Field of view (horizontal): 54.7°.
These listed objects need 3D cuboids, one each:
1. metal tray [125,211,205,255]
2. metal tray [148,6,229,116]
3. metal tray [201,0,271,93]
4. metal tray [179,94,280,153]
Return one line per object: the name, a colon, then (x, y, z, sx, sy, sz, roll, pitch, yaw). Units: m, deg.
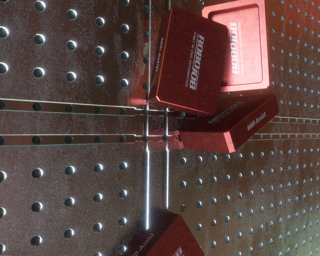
metal tray: (-0.004, 0.187, 0.405, 0.131, 0.030, 0.090, -43, 116, -32)
metal tray: (0.041, -0.088, 0.425, 0.091, 0.030, 0.129, 13, 82, -22)
metal tray: (0.114, -0.119, 0.462, 0.030, 0.090, 0.129, -15, 101, -67)
metal tray: (0.102, -0.010, 0.455, 0.131, 0.090, 0.030, -32, 111, -36)
